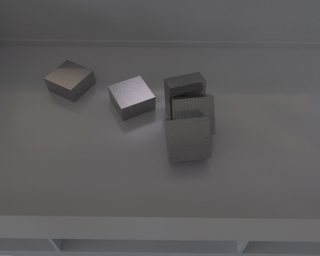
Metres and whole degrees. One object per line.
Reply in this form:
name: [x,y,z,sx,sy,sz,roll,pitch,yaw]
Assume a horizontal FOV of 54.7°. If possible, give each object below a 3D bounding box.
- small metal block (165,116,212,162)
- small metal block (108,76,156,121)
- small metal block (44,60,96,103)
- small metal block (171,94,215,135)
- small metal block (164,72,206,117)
small metal block: [0.034,0.012,0.376,0.050,0.050,0.025,-5,8,-5]
small metal block: [-0.040,-0.043,0.441,0.050,0.025,0.050,-21,53,-17]
small metal block: [-0.134,-0.071,0.464,0.050,0.025,0.050,24,54,19]
small metal block: [0.043,-0.016,0.399,0.050,0.050,0.025,-6,14,-5]
small metal block: [0.034,-0.045,0.424,0.050,0.050,0.025,-13,41,-11]
